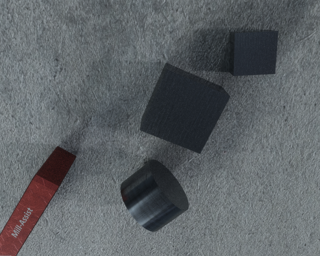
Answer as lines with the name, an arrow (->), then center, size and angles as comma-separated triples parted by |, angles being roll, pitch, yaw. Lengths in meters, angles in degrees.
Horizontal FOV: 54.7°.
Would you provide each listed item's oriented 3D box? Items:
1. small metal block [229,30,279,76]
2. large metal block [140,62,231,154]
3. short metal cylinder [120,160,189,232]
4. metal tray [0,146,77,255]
small metal block -> 0.113, -0.092, 0.377 | 0.050, 0.025, 0.050 | -3, 110, 1
large metal block -> 0.029, -0.026, 0.387 | 0.080, 0.050, 0.079 | 22, 109, -8
short metal cylinder -> -0.006, 0.089, 0.413 | 0.050, 0.080, 0.080 | -39, 106, 13
metal tray -> -0.164, 0.097, 0.409 | 0.030, 0.090, 0.129 | 32, 107, -11
